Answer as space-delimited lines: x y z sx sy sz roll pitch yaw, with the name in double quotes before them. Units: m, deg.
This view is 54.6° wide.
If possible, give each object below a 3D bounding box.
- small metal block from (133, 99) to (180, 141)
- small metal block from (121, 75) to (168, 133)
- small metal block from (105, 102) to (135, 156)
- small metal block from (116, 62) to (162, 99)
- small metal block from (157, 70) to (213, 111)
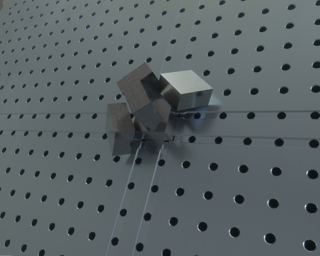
"small metal block" -0.005 -0.012 0.419 0.050 0.025 0.050 1 62 27
"small metal block" -0.020 -0.029 0.389 0.025 0.050 0.050 -31 52 8
"small metal block" -0.055 0.002 0.417 0.025 0.050 0.050 -6 50 -20
"small metal block" -0.025 -0.057 0.442 0.050 0.050 0.025 -35 51 5
"small metal block" 0.032 -0.051 0.406 0.050 0.025 0.050 -13 44 -29
